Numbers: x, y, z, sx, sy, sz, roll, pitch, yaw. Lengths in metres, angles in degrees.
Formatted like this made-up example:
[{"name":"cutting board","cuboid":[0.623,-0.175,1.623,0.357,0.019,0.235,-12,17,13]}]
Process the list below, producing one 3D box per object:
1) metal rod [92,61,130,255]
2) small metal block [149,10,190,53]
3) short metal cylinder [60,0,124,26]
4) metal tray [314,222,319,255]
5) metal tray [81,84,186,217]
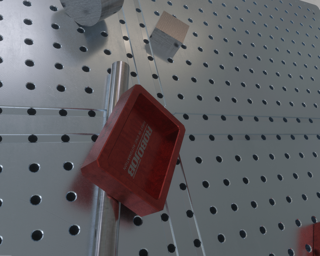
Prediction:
[{"name":"metal rod","cuboid":[-0.054,0.044,0.352,0.025,0.025,0.299,13,56,-21]},{"name":"small metal block","cuboid":[0.016,-0.160,0.515,0.050,0.025,0.050,28,52,-11]},{"name":"short metal cylinder","cuboid":[-0.098,-0.192,0.437,0.080,0.080,0.050,42,51,1]},{"name":"metal tray","cuboid":[0.254,0.201,0.418,0.090,0.030,0.130,31,52,-9]},{"name":"metal tray","cuboid":[-0.022,0.022,0.354,0.090,0.030,0.130,42,42,-22]}]
